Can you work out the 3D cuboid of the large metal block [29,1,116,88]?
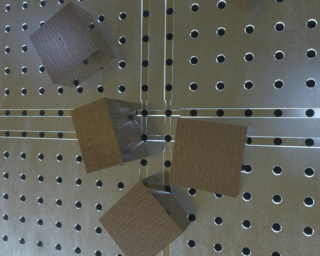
[{"bbox_3d":[-0.124,-0.115,0.442,0.080,0.050,0.080,-32,80,17],"label":"large metal block"}]

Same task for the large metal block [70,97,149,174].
[{"bbox_3d":[-0.063,0.009,0.404,0.050,0.080,0.080,-19,84,19],"label":"large metal block"}]

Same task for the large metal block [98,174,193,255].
[{"bbox_3d":[-0.018,0.120,0.405,0.080,0.050,0.080,-45,77,14],"label":"large metal block"}]

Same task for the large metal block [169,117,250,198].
[{"bbox_3d":[0.062,0.032,0.377,0.080,0.050,0.079,9,93,19],"label":"large metal block"}]

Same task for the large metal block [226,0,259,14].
[{"bbox_3d":[0.095,-0.198,0.366,0.080,0.050,0.080,38,102,15],"label":"large metal block"}]
